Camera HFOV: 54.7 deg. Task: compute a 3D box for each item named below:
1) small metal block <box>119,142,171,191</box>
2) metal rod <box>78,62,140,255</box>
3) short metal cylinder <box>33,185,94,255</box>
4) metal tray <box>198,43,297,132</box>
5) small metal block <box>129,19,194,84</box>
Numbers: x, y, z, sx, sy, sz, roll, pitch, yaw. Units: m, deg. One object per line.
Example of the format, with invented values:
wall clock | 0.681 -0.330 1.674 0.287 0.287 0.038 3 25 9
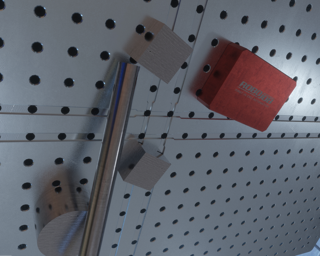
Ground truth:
small metal block | -0.022 0.055 0.433 0.050 0.025 0.050 30 102 -38
metal rod | -0.068 0.072 0.367 0.025 0.025 0.298 9 98 -32
short metal cylinder | -0.120 0.122 0.405 0.081 0.050 0.079 -14 124 -21
metal tray | 0.128 -0.053 0.444 0.131 0.030 0.090 19 109 -36
small metal block | 0.002 -0.087 0.358 0.050 0.025 0.050 31 101 -38
